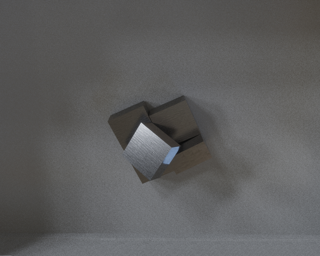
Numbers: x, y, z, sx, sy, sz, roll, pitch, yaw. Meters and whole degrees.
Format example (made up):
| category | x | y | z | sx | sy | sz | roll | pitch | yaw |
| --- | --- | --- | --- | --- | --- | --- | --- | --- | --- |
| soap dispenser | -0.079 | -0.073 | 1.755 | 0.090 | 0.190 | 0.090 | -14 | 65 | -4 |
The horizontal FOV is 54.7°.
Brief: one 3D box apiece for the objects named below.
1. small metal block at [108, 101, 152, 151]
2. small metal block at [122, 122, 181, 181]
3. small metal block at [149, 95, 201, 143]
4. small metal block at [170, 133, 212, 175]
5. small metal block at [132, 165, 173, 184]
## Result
| category | x | y | z | sx | sy | sz | roll | pitch | yaw |
| --- | --- | --- | --- | --- | --- | --- | --- | --- | --- |
| small metal block | -0.033 | -0.001 | 0.409 | 0.050 | 0.025 | 0.050 | -24 | 109 | 8 |
| small metal block | -0.011 | 0.028 | 0.380 | 0.050 | 0.025 | 0.050 | 39 | 108 | 22 |
| small metal block | 0.020 | -0.008 | 0.407 | 0.050 | 0.025 | 0.050 | -24 | 109 | 8 |
| small metal block | 0.036 | 0.029 | 0.407 | 0.050 | 0.050 | 0.025 | -27 | 108 | 8 |
| small metal block | -0.012 | 0.041 | 0.425 | 0.050 | 0.025 | 0.050 | -24 | 109 | 8 |
